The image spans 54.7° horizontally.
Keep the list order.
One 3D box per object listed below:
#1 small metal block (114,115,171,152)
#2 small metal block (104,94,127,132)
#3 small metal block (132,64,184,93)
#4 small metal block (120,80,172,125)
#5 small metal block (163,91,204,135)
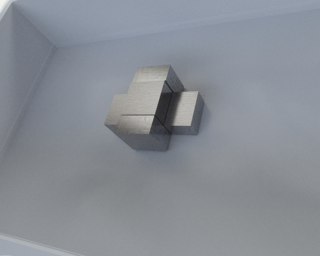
[{"bbox_3d":[-0.021,0.007,0.393,0.050,0.050,0.025,1,62,28],"label":"small metal block"},{"bbox_3d":[-0.045,-0.021,0.439,0.050,0.025,0.050,1,62,28],"label":"small metal block"},{"bbox_3d":[-0.001,-0.059,0.424,0.050,0.050,0.025,1,62,28],"label":"small metal block"},{"bbox_3d":[-0.017,-0.032,0.399,0.050,0.025,0.050,1,62,28],"label":"small metal block"},{"bbox_3d":[0.026,-0.019,0.402,0.050,0.025,0.050,1,62,28],"label":"small metal block"}]
